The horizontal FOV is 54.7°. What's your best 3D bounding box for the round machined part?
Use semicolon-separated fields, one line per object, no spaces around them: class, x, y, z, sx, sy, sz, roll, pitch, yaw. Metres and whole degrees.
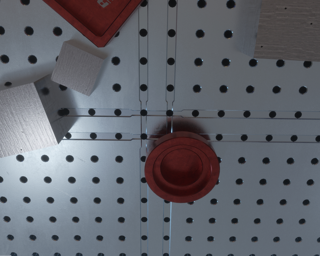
round machined part;0.029;0.049;0.423;0.099;0.042;0.097;0;110;0

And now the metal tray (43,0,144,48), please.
metal tray;-0.087;-0.167;0.348;0.130;0.030;0.090;40;105;-14

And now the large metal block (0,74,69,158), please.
large metal block;-0.174;-0.015;0.393;0.080;0.050;0.080;-13;110;4

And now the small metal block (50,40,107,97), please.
small metal block;-0.100;-0.074;0.385;0.050;0.025;0.050;23;108;-9

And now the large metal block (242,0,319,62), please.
large metal block;0.146;-0.122;0.356;0.081;0.050;0.079;3;110;-1
